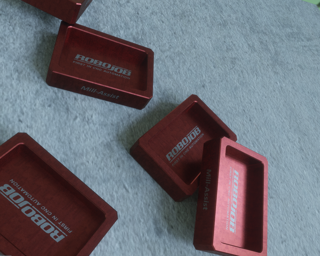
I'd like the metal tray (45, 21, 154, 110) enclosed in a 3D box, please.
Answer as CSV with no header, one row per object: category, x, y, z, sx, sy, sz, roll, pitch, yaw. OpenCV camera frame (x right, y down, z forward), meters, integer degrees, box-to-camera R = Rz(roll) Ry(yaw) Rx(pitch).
metal tray,-0.074,-0.083,0.411,0.131,0.030,0.090,14,56,-21

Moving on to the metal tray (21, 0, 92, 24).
metal tray,-0.140,-0.199,0.427,0.090,0.030,0.130,24,38,-14

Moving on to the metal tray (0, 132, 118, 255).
metal tray,-0.117,0.077,0.291,0.130,0.030,0.090,41,51,0

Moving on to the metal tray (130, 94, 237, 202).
metal tray,0.035,0.021,0.408,0.090,0.030,0.131,46,51,4

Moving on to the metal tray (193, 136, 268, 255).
metal tray,0.089,0.085,0.372,0.090,0.030,0.130,25,61,-29
